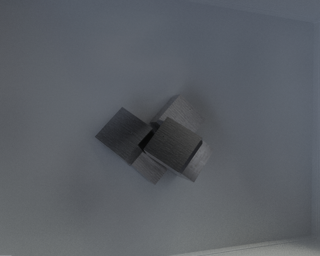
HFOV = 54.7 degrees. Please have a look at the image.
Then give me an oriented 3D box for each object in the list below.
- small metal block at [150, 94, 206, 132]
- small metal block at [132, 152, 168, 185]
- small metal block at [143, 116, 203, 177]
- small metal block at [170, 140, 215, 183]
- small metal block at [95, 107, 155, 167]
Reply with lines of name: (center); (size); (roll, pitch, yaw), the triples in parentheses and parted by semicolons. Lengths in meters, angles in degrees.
small metal block: (0.024, -0.010, 0.419); (0.050, 0.025, 0.050); (44, 76, -15)
small metal block: (-0.012, 0.038, 0.405); (0.050, 0.025, 0.050); (44, 76, -15)
small metal block: (0.017, 0.022, 0.377); (0.050, 0.025, 0.050); (32, 77, 17)
small metal block: (0.038, 0.040, 0.411); (0.025, 0.050, 0.050); (37, 78, -17)
small metal block: (-0.042, 0.010, 0.381); (0.050, 0.025, 0.050); (35, 76, 22)
